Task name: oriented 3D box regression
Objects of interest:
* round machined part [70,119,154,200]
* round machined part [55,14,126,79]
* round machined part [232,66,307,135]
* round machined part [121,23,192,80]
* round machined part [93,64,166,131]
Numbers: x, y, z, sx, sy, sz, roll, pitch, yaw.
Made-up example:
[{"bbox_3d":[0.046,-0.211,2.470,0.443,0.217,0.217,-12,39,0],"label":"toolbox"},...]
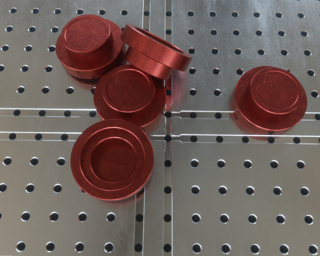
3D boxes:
[{"bbox_3d":[-0.056,0.041,0.385,0.099,0.042,0.098,0,73,0],"label":"round machined part"},{"bbox_3d":[-0.100,-0.122,0.440,0.099,0.042,0.098,-1,64,3],"label":"round machined part"},{"bbox_3d":[0.151,-0.043,0.420,0.099,0.042,0.098,0,70,-1],"label":"round machined part"},{"bbox_3d":[-0.009,-0.100,0.420,0.098,0.098,0.042,32,109,10],"label":"round machined part"},{"bbox_3d":[-0.041,-0.045,0.419,0.099,0.042,0.098,0,70,-1],"label":"round machined part"}]
